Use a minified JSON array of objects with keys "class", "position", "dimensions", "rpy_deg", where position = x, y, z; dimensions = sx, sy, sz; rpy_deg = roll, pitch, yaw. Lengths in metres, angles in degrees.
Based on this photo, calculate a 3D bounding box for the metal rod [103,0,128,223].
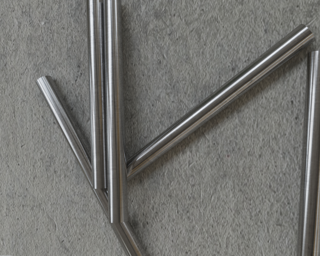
[{"class":"metal rod","position":[-0.060,-0.030,0.412],"dimensions":[0.025,0.025,0.298],"rpy_deg":[-6,82,20]}]

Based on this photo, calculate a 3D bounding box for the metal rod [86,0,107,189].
[{"class":"metal rod","position":[-0.086,-0.069,0.428],"dimensions":[0.025,0.025,0.298],"rpy_deg":[-5,84,20]}]

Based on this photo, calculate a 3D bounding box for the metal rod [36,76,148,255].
[{"class":"metal rod","position":[-0.101,0.054,0.444],"dimensions":[0.025,0.025,0.299],"rpy_deg":[-34,79,17]}]

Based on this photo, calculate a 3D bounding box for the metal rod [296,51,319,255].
[{"class":"metal rod","position":[0.171,0.065,0.348],"dimensions":[0.025,0.025,0.298],"rpy_deg":[3,91,20]}]

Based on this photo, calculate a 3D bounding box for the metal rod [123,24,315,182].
[{"class":"metal rod","position":[0.054,-0.019,0.389],"dimensions":[0.300,0.025,0.025],"rpy_deg":[-38,78,16]}]
